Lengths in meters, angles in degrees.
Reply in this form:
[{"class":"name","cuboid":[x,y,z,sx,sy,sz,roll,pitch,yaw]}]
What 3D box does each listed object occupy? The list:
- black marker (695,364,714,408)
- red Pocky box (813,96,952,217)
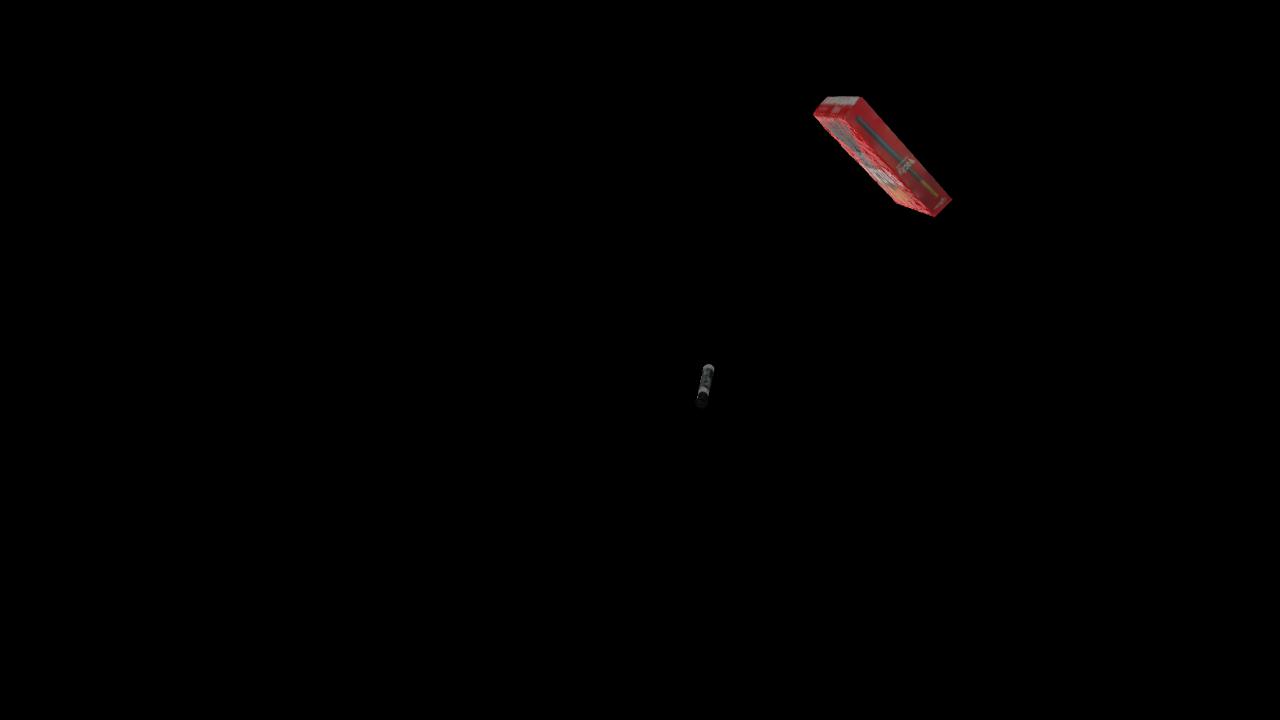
[{"class":"black marker","cuboid":[0.105,0.042,0.987,0.020,0.020,0.121,0,26,13]},{"class":"red Pocky box","cuboid":[0.256,-0.216,0.652,0.155,0.028,0.083,37,13,-20]}]
